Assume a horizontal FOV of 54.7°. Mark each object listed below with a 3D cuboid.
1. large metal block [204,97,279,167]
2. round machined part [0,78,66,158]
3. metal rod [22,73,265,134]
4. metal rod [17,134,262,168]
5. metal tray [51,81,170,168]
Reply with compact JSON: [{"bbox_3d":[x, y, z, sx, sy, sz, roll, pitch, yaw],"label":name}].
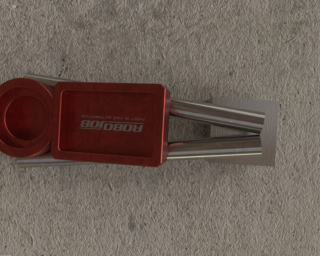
[{"bbox_3d":[0.101,0.004,0.398,0.081,0.050,0.079,4,90,-1],"label":"large metal block"},{"bbox_3d":[-0.166,-0.012,0.395,0.098,0.042,0.097,0,90,10],"label":"round machined part"},{"bbox_3d":[-0.030,-0.033,0.378,0.301,0.025,0.025,11,90,12],"label":"metal rod"},{"bbox_3d":[-0.034,0.030,0.379,0.301,0.025,0.025,-4,90,12],"label":"metal rod"},{"bbox_3d":[-0.057,-0.006,0.356,0.131,0.030,0.089,3,90,12],"label":"metal tray"}]
